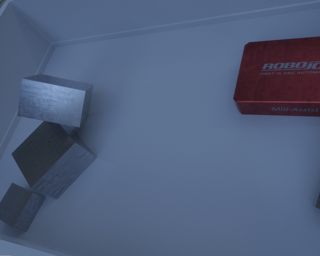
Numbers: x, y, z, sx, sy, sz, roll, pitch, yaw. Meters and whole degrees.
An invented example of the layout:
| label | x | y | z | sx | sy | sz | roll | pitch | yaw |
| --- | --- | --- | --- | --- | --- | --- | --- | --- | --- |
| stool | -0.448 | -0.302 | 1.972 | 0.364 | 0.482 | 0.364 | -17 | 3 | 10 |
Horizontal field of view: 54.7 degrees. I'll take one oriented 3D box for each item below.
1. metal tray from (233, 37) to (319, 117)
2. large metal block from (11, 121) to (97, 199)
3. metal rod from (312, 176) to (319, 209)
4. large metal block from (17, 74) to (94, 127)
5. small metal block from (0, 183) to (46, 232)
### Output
| label | x | y | z | sx | sy | sz | roll | pitch | yaw |
| --- | --- | --- | --- | --- | --- | --- | --- | --- | --- |
| metal tray | 0.159 | -0.060 | 0.356 | 0.130 | 0.030 | 0.090 | 3 | 63 | 29 |
| large metal block | -0.152 | 0.040 | 0.443 | 0.080 | 0.050 | 0.080 | -47 | 52 | -5 |
| metal rod | 0.188 | -0.071 | 0.277 | 0.025 | 0.025 | 0.298 | 15 | 93 | 34 |
| large metal block | -0.145 | -0.042 | 0.442 | 0.081 | 0.080 | 0.050 | 11 | 103 | -7 |
| small metal block | -0.200 | 0.111 | 0.440 | 0.050 | 0.025 | 0.050 | 13 | 68 | 33 |
